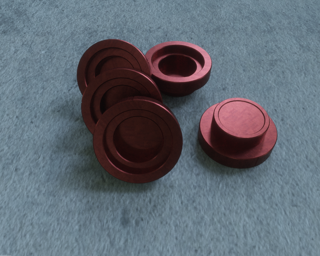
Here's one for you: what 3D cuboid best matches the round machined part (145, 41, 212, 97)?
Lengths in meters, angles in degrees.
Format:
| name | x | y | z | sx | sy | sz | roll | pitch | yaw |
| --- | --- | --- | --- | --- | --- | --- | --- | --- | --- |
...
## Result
| name | x | y | z | sx | sy | sz | roll | pitch | yaw |
| --- | --- | --- | --- | --- | --- | --- | --- | --- | --- |
| round machined part | 0.025 | -0.084 | 0.463 | 0.099 | 0.042 | 0.098 | 1 | 49 | -1 |

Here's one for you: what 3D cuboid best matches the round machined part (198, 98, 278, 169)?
| name | x | y | z | sx | sy | sz | roll | pitch | yaw |
| --- | --- | --- | --- | --- | --- | --- | --- | --- | --- |
| round machined part | 0.100 | -0.001 | 0.394 | 0.099 | 0.042 | 0.098 | 0 | 50 | 0 |

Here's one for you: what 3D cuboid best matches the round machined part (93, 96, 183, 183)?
| name | x | y | z | sx | sy | sz | roll | pitch | yaw |
| --- | --- | --- | --- | --- | --- | --- | --- | --- | --- |
| round machined part | -0.024 | 0.011 | 0.358 | 0.099 | 0.097 | 0.042 | -1 | 15 | -1 |

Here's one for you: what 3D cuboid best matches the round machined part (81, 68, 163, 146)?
| name | x | y | z | sx | sy | sz | roll | pitch | yaw |
| --- | --- | --- | --- | --- | --- | --- | --- | --- | --- |
| round machined part | -0.045 | -0.028 | 0.391 | 0.099 | 0.097 | 0.042 | -1 | 16 | -1 |

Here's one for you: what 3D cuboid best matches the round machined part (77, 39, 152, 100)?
| name | x | y | z | sx | sy | sz | roll | pitch | yaw |
| --- | --- | --- | --- | --- | --- | --- | --- | --- | --- |
| round machined part | -0.060 | -0.071 | 0.428 | 0.099 | 0.097 | 0.042 | 4 | 10 | 3 |
